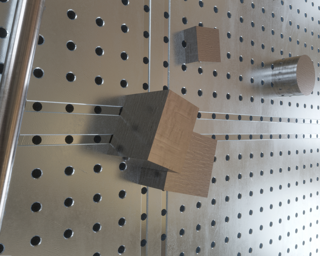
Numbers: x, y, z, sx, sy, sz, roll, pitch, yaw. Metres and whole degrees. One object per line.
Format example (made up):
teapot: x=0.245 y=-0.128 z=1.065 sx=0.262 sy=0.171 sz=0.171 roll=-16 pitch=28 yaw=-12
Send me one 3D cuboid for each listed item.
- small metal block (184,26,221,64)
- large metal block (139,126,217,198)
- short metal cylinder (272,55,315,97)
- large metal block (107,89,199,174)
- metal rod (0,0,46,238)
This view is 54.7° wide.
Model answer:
small metal block: x=0.064 y=-0.123 z=0.465 sx=0.050 sy=0.025 sz=0.050 roll=-8 pitch=95 yaw=-40
large metal block: x=0.026 y=0.045 z=0.417 sx=0.080 sy=0.050 sz=0.080 roll=19 pitch=78 yaw=-39
short metal cylinder: x=0.269 y=-0.103 z=0.622 sx=0.081 sy=0.050 sz=0.079 roll=0 pitch=90 yaw=-40
large metal block: x=-0.009 y=0.004 z=0.368 sx=0.050 sy=0.080 sz=0.080 roll=28 pitch=73 yaw=-37
metal rod: x=-0.144 y=0.001 z=0.289 sx=0.025 sy=0.025 sz=0.298 roll=14 pitch=81 yaw=-40
